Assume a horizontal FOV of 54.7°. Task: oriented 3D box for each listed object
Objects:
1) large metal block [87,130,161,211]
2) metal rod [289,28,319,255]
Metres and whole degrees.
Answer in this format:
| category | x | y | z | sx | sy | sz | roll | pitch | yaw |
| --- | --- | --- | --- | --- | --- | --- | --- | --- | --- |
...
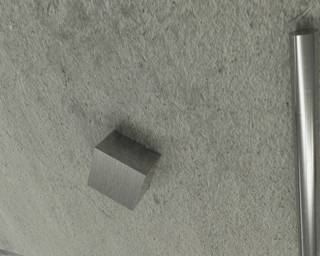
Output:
| category | x | y | z | sx | sy | sz | roll | pitch | yaw |
| --- | --- | --- | --- | --- | --- | --- | --- | --- | --- |
| large metal block | -0.054 | 0.062 | 0.456 | 0.080 | 0.050 | 0.079 | 27 | 128 | 10 |
| metal rod | 0.164 | 0.043 | 0.346 | 0.025 | 0.025 | 0.298 | 0 | 119 | 28 |
